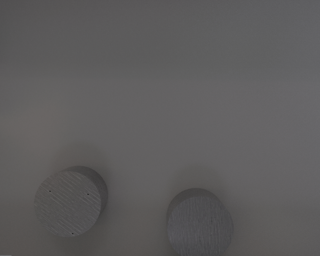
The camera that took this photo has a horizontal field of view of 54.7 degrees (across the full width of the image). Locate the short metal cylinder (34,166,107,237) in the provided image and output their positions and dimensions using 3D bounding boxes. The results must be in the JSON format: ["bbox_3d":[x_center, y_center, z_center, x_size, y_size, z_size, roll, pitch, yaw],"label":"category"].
[{"bbox_3d":[-0.111,0.092,0.398,0.081,0.050,0.080,0,90,0],"label":"short metal cylinder"}]

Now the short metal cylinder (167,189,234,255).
[{"bbox_3d":[0.049,0.122,0.399,0.081,0.050,0.080,0,90,0],"label":"short metal cylinder"}]
